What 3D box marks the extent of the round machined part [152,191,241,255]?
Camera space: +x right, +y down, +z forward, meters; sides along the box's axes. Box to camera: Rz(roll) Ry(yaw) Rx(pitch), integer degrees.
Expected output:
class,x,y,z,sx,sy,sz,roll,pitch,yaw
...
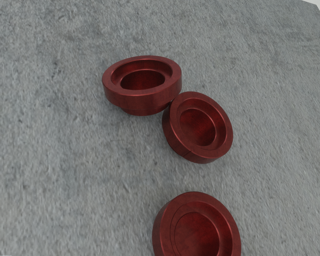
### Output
class,x,y,z,sx,sy,sz,roll,pitch,yaw
round machined part,0.036,0.123,0.339,0.099,0.042,0.098,14,56,-21

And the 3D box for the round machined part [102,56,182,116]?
class,x,y,z,sx,sy,sz,roll,pitch,yaw
round machined part,-0.021,-0.051,0.395,0.099,0.042,0.098,-3,39,3

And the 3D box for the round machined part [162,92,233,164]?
class,x,y,z,sx,sy,sz,roll,pitch,yaw
round machined part,0.046,0.003,0.416,0.099,0.042,0.098,14,57,-23
